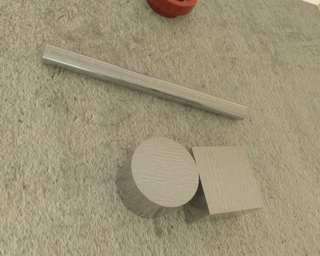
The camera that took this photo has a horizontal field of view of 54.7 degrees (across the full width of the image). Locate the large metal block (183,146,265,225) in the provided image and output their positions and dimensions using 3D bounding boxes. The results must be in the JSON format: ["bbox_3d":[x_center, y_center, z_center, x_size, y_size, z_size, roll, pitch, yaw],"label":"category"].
[{"bbox_3d":[0.070,0.070,0.385,0.081,0.050,0.080,1,61,-28],"label":"large metal block"}]

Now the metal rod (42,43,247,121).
[{"bbox_3d":[-0.007,-0.058,0.437,0.302,0.025,0.025,14,56,-21],"label":"metal rod"}]

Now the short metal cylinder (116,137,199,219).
[{"bbox_3d":[-0.003,0.057,0.352,0.081,0.050,0.080,14,56,-21],"label":"short metal cylinder"}]

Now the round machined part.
[{"bbox_3d":[0.015,-0.234,0.546,0.099,0.042,0.098,14,56,-21],"label":"round machined part"}]
